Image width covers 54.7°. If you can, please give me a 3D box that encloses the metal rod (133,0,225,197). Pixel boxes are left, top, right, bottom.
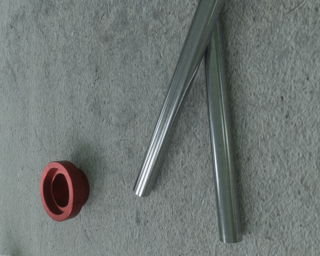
[{"bbox_3d":[0.021,-0.041,0.362,0.025,0.025,0.298,37,120,33],"label":"metal rod"}]

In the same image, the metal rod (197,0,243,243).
[{"bbox_3d":[0.066,-0.026,0.349,0.025,0.025,0.298,-8,85,39],"label":"metal rod"}]

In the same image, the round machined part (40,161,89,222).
[{"bbox_3d":[-0.156,0.103,0.520,0.098,0.042,0.097,0,90,39],"label":"round machined part"}]
